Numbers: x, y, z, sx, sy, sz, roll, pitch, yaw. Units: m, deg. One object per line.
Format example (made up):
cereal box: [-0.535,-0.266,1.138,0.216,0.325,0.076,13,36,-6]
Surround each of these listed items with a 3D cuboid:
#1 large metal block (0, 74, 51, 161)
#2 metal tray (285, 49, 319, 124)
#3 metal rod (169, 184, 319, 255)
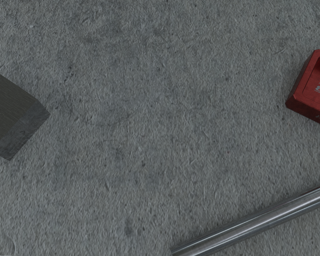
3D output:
large metal block: [-0.206,-0.017,0.399,0.080,0.050,0.080,33,73,11]
metal tray: [0.252,-0.041,0.423,0.130,0.030,0.090,28,72,9]
metal rod: [0.156,0.098,0.374,0.302,0.025,0.025,-20,72,-8]
